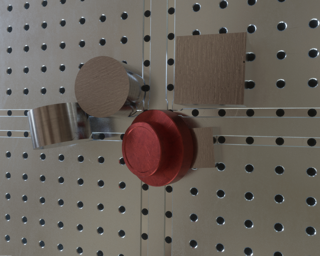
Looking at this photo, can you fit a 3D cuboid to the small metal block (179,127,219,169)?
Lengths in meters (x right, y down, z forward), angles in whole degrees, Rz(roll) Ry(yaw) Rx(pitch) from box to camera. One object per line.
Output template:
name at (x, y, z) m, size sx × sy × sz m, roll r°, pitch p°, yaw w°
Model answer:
small metal block at (0.046, 0.025, 0.396) m, size 0.050 × 0.025 × 0.050 m, roll -5°, pitch 89°, yaw 20°

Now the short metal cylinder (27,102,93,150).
short metal cylinder at (-0.138, -0.002, 0.432) m, size 0.080 × 0.080 × 0.050 m, roll -13°, pitch 86°, yaw 19°

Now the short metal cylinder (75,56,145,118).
short metal cylinder at (-0.068, -0.053, 0.423) m, size 0.080 × 0.050 × 0.079 m, roll 0°, pitch 90°, yaw 20°

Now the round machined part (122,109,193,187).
round machined part at (-0.010, 0.025, 0.390) m, size 0.098 × 0.042 × 0.097 m, roll 2°, pitch 93°, yaw 41°

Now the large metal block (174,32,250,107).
large metal block at (0.064, -0.067, 0.377) m, size 0.080 × 0.050 × 0.079 m, roll 2°, pitch 91°, yaw 20°
